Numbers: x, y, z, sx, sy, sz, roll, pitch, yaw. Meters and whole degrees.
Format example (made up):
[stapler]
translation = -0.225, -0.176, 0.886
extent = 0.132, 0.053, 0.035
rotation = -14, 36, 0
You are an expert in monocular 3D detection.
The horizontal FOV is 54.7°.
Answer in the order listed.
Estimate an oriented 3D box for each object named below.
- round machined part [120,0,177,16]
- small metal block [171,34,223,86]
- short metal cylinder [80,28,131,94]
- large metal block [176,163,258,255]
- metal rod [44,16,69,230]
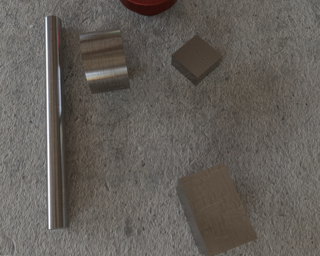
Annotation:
[round machined part]
translation = -0.018, -0.214, 0.477
extent = 0.099, 0.042, 0.098
rotation = 0, 70, -1
[small metal block]
translation = 0.052, -0.097, 0.444
extent = 0.050, 0.025, 0.050
rotation = -42, 76, -14
[short metal cylinder]
translation = -0.071, -0.088, 0.410
extent = 0.050, 0.080, 0.080
rotation = -10, 71, -4
[large metal block]
translation = 0.057, 0.093, 0.346
extent = 0.050, 0.080, 0.080
rotation = -19, 71, -7
[metal rod]
translation = -0.140, -0.021, 0.414
extent = 0.025, 0.025, 0.299
rotation = -7, 70, -3
